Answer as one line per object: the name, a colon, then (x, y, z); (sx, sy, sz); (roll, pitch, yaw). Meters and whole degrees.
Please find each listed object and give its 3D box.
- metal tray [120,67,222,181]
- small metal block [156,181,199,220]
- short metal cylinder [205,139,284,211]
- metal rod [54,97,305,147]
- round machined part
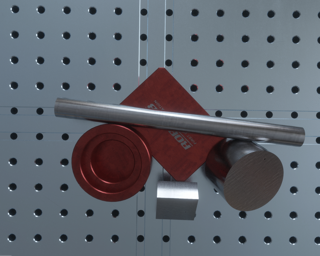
metal tray: (0.014, -0.004, 0.412); (0.090, 0.030, 0.130); (-43, 91, 0)
small metal block: (0.021, 0.094, 0.400); (0.050, 0.025, 0.050); (3, 133, -1)
short metal cylinder: (0.104, 0.056, 0.387); (0.081, 0.050, 0.079); (-6, 110, -16)
metal rod: (0.024, -0.007, 0.382); (0.302, 0.025, 0.025); (7, 90, -1)
round machined part: (-0.059, 0.041, 0.399); (0.099, 0.042, 0.097); (0, 96, 4)
